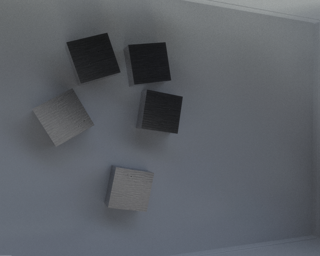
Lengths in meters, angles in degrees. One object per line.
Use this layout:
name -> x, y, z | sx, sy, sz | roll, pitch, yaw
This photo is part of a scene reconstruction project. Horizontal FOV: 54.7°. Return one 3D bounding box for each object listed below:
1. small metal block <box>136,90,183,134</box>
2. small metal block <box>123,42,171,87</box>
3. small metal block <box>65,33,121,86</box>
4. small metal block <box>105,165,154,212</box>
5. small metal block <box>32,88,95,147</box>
small metal block -> -0.001, -0.021, 0.411 | 0.050, 0.025, 0.050 | 9, 87, -20
small metal block -> -0.017, -0.083, 0.405 | 0.050, 0.025, 0.050 | -10, 94, -20
small metal block -> -0.083, -0.084, 0.380 | 0.050, 0.025, 0.050 | -20, 97, -19
small metal block -> -0.040, 0.077, 0.397 | 0.050, 0.025, 0.050 | 12, 86, -20
small metal block -> -0.115, -0.012, 0.369 | 0.050, 0.025, 0.050 | -32, 101, -17
